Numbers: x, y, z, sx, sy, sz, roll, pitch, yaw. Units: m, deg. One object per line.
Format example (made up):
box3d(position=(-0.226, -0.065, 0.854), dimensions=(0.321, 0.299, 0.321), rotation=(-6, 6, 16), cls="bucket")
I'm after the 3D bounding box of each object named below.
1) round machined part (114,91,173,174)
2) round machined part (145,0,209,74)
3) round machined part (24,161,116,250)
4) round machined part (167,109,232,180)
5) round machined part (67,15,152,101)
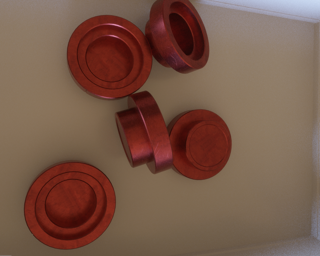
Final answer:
box3d(position=(-0.023, 0.009, 0.365), dimensions=(0.042, 0.098, 0.097), rotation=(-18, 96, -13), cls="round machined part")
box3d(position=(0.019, -0.116, 0.394), dimensions=(0.099, 0.042, 0.098), rotation=(21, 62, -46), cls="round machined part")
box3d(position=(-0.105, 0.086, 0.363), dimensions=(0.099, 0.042, 0.097), rotation=(0, 90, -21), cls="round machined part")
box3d(position=(0.057, 0.023, 0.424), dimensions=(0.099, 0.042, 0.097), rotation=(0, 90, -21), cls="round machined part")
box3d(position=(-0.062, -0.082, 0.377), dimensions=(0.099, 0.042, 0.097), rotation=(1, 88, -17), cls="round machined part")
